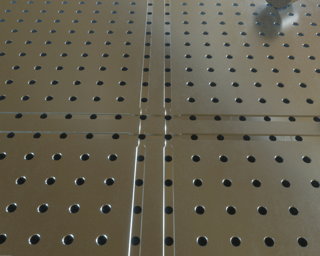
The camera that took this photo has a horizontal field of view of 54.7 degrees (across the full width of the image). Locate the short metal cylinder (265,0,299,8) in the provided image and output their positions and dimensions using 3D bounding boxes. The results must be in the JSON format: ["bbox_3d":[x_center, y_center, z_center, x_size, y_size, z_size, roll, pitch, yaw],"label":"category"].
[{"bbox_3d":[0.251,-0.288,0.617,0.050,0.080,0.080,-29,56,-22],"label":"short metal cylinder"}]
